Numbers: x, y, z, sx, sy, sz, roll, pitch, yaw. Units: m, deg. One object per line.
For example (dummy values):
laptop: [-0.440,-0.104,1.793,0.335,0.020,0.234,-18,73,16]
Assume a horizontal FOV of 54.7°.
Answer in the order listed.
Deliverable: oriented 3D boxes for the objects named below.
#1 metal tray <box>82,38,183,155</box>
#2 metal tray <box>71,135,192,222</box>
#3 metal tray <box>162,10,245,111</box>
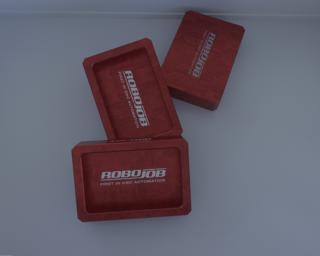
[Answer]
metal tray: [-0.034,-0.038,0.395,0.090,0.030,0.129,-19,87,0]
metal tray: [-0.032,0.058,0.365,0.131,0.030,0.089,-4,96,-2]
metal tray: [0.059,-0.098,0.443,0.090,0.030,0.130,20,71,7]
